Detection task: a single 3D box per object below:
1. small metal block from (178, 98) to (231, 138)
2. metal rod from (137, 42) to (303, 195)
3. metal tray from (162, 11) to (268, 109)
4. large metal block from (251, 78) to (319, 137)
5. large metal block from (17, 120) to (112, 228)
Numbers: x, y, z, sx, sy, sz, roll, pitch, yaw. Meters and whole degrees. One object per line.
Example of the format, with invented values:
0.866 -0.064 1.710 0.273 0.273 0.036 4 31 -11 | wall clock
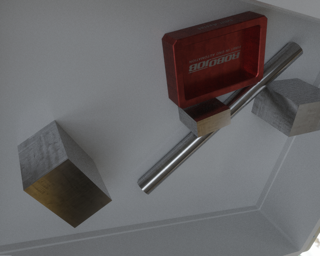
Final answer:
0.059 -0.018 0.415 0.050 0.050 0.025 -22 127 -16 | small metal block
0.086 -0.014 0.449 0.300 0.025 0.025 -42 130 1 | metal rod
0.071 -0.087 0.392 0.131 0.030 0.089 -20 127 -17 | metal tray
0.200 -0.034 0.464 0.081 0.080 0.050 -9 123 -24 | large metal block
-0.107 0.050 0.347 0.050 0.080 0.080 -37 130 -4 | large metal block
